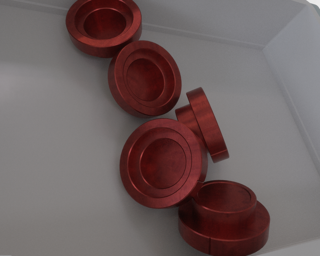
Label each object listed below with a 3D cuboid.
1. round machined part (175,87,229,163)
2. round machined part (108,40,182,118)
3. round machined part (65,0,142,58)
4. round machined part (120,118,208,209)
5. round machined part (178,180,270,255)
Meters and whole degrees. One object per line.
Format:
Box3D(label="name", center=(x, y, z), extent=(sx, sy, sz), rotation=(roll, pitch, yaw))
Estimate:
Box3D(label="round machined part", center=(0.051, 0.000, 0.399), extent=(0.042, 0.098, 0.098), rotation=(-22, 68, 7))
Box3D(label="round machined part", center=(-0.023, -0.060, 0.405), extent=(0.099, 0.042, 0.098), rotation=(6, 79, -33))
Box3D(label="round machined part", center=(-0.074, -0.135, 0.422), extent=(0.099, 0.042, 0.098), rotation=(1, 64, -1))
Box3D(label="round machined part", center=(0.007, 0.041, 0.350), extent=(0.042, 0.098, 0.098), rotation=(29, 39, -61))
Box3D(label="round machined part", center=(0.069, 0.091, 0.340), extent=(0.099, 0.098, 0.042), rotation=(-14, 112, -34))
